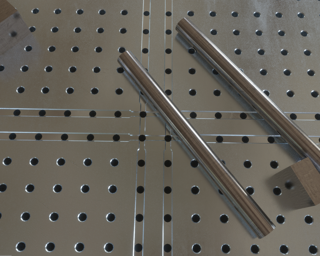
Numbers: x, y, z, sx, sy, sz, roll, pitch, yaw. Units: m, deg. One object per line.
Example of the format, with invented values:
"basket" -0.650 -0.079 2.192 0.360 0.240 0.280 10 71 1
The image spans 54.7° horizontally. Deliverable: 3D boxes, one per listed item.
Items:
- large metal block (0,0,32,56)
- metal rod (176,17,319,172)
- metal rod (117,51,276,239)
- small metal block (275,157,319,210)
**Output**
"large metal block" -0.254 -0.154 0.452 0.080 0.050 0.080 42 75 13
"metal rod" 0.128 -0.048 0.430 0.025 0.025 0.300 -37 75 -13
"metal rod" 0.038 0.011 0.408 0.025 0.025 0.300 -35 74 -12
"small metal block" 0.173 0.068 0.376 0.025 0.050 0.050 -24 72 -9
